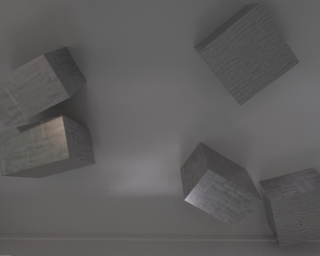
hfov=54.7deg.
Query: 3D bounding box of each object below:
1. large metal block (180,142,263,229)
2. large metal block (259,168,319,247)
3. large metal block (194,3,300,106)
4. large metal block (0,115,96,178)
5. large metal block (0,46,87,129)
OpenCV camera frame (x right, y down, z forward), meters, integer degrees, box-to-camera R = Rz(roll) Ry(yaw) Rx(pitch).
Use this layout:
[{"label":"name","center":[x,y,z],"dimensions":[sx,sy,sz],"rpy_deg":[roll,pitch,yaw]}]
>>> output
[{"label":"large metal block","center":[0.077,0.073,0.409],"dimensions":[0.080,0.080,0.050],"rpy_deg":[31,107,-11]},{"label":"large metal block","center":[0.195,0.112,0.441],"dimensions":[0.080,0.050,0.080],"rpy_deg":[-16,110,5]},{"label":"large metal block","center":[0.099,-0.087,0.367],"dimensions":[0.080,0.050,0.080],"rpy_deg":[-38,106,13]},{"label":"large metal block","center":[-0.136,0.027,0.383],"dimensions":[0.080,0.080,0.050],"rpy_deg":[-15,77,5]},{"label":"large metal block","center":[-0.142,-0.050,0.362],"dimensions":[0.080,0.080,0.050],"rpy_deg":[-25,108,9]}]
